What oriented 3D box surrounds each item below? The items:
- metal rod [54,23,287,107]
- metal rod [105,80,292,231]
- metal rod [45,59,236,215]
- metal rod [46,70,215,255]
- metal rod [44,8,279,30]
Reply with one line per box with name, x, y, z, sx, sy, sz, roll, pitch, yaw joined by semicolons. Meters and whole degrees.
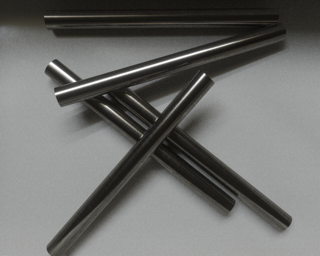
metal rod;0.019;-0.082;0.395;0.302;0.025;0.025;-18;90;-7
metal rod;0.049;0.034;0.411;0.300;0.025;0.025;38;90;-1
metal rod;-0.026;0.012;0.410;0.300;0.025;0.025;38;90;-1
metal rod;-0.041;0.050;0.390;0.025;0.025;0.299;41;97;-1
metal rod;0.003;-0.145;0.410;0.302;0.025;0.025;-1;90;-1
